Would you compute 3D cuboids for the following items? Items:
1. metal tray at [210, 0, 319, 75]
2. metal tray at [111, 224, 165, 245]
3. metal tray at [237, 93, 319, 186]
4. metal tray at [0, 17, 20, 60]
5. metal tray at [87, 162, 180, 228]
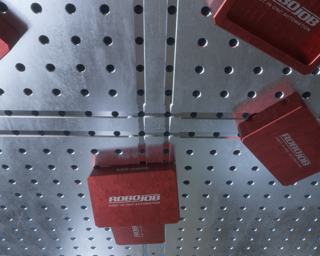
[{"bbox_3d":[0.128,-0.119,0.308,0.131,0.030,0.089,23,126,-19],"label":"metal tray"},{"bbox_3d":[-0.040,0.157,0.542,0.091,0.030,0.129,-4,130,2],"label":"metal tray"},{"bbox_3d":[0.181,0.022,0.430,0.090,0.030,0.130,-33,123,24],"label":"metal tray"},{"bbox_3d":[-0.226,-0.109,0.312,0.090,0.030,0.130,-31,124,23],"label":"metal tray"},{"bbox_3d":[-0.038,0.103,0.475,0.131,0.030,0.089,-4,108,3],"label":"metal tray"}]
